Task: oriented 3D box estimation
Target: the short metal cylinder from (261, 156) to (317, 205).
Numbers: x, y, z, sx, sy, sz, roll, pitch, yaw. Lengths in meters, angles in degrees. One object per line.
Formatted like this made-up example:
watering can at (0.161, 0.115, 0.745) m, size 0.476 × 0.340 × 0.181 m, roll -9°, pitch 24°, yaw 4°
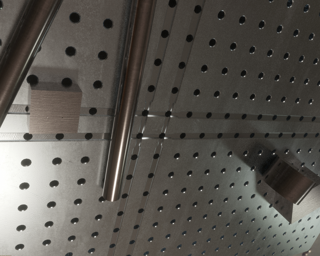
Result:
short metal cylinder at (0.234, 0.094, 0.565) m, size 0.080 × 0.080 × 0.050 m, roll 25°, pitch 104°, yaw -37°

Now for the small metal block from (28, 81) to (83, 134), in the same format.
small metal block at (-0.115, -0.022, 0.336) m, size 0.050 × 0.025 × 0.050 m, roll 0°, pitch 119°, yaw -29°

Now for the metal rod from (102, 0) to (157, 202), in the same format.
metal rod at (-0.038, -0.036, 0.369) m, size 0.025 × 0.025 × 0.298 m, roll -2°, pitch 119°, yaw -28°

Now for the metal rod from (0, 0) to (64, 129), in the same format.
metal rod at (-0.128, -0.077, 0.293) m, size 0.025 × 0.025 × 0.299 m, roll 23°, pitch 106°, yaw -37°

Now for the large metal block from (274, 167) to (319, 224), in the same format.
large metal block at (0.288, 0.140, 0.643) m, size 0.081 × 0.050 × 0.080 m, roll -24°, pitch 128°, yaw -14°
